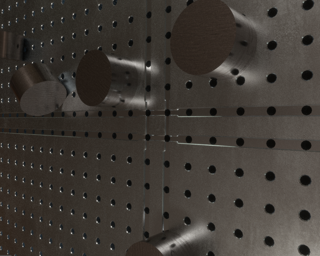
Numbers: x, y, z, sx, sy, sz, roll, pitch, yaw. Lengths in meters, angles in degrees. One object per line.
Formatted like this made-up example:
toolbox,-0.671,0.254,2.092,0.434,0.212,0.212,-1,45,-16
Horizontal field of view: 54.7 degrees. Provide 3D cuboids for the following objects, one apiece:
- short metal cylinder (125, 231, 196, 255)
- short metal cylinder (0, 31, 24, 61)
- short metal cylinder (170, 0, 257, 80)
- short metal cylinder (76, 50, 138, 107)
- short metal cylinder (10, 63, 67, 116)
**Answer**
short metal cylinder,0.001,0.177,0.391,0.080,0.050,0.079,0,90,39
short metal cylinder,-0.325,-0.169,0.637,0.080,0.081,0.050,12,98,39
short metal cylinder,0.059,-0.095,0.343,0.080,0.050,0.079,0,90,39
short metal cylinder,-0.079,-0.070,0.456,0.080,0.050,0.079,0,90,39
short metal cylinder,-0.214,-0.067,0.547,0.050,0.081,0.080,52,120,27
